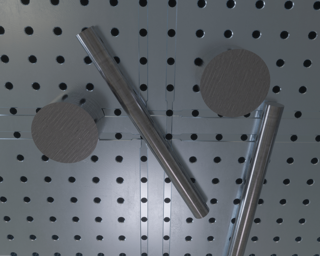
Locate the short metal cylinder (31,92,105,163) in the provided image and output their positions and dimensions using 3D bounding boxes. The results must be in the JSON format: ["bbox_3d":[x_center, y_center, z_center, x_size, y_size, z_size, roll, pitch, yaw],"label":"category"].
[{"bbox_3d":[-0.115,-0.002,0.398,0.081,0.050,0.079,0,110,0],"label":"short metal cylinder"}]

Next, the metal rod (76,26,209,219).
[{"bbox_3d":[-0.014,0.005,0.414,0.025,0.025,0.299,-29,108,10],"label":"metal rod"}]

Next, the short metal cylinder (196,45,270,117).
[{"bbox_3d":[0.086,-0.059,0.379,0.081,0.050,0.079,0,110,0],"label":"short metal cylinder"}]

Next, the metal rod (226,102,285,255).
[{"bbox_3d":[0.131,0.108,0.454,0.025,0.025,0.298,7,110,-3],"label":"metal rod"}]
